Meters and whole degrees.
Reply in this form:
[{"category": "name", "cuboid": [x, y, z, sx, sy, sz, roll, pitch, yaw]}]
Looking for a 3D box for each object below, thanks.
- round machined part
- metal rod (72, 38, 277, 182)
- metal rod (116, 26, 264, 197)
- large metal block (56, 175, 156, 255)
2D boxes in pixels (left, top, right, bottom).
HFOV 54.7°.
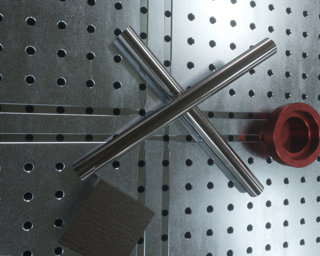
[{"category": "round machined part", "cuboid": [0.202, 0.010, 0.480, 0.099, 0.042, 0.097, 0, 90, -21]}, {"category": "metal rod", "cuboid": [0.025, -0.028, 0.397, 0.301, 0.025, 0.025, -34, 102, -8]}, {"category": "metal rod", "cuboid": [0.050, -0.014, 0.432, 0.025, 0.025, 0.300, -45, 105, -15]}, {"category": "large metal block", "cuboid": [-0.067, 0.113, 0.376, 0.080, 0.050, 0.080, 36, 78, -17]}]
